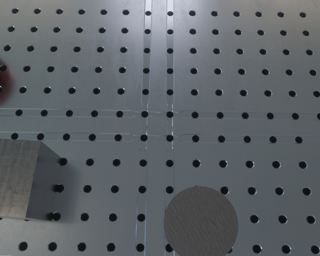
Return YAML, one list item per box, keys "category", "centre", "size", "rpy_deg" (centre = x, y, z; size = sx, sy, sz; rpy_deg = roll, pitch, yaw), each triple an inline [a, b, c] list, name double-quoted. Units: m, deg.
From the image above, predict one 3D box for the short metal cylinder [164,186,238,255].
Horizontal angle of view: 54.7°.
- category: "short metal cylinder"
  centre: [0.044, 0.111, 0.358]
  size: [0.081, 0.050, 0.080]
  rpy_deg: [0, 70, 0]

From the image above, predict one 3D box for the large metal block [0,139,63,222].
- category: "large metal block"
  centre: [-0.156, 0.063, 0.358]
  size: [0.050, 0.080, 0.080]
  rpy_deg: [3, 70, 1]
